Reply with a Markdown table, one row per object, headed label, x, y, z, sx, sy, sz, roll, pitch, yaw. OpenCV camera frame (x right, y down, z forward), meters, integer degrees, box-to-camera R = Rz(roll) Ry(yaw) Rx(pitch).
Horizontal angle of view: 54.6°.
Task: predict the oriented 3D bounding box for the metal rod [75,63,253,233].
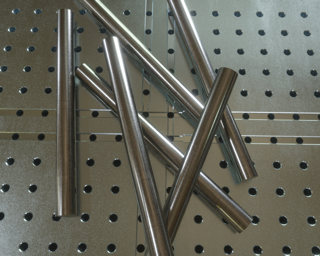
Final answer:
| label | x | y | z | sx | sy | sz | roll | pitch | yaw |
| --- | --- | --- | --- | --- | --- | --- | --- | --- | --- |
| metal rod | -0.004 | 0.017 | 0.405 | 0.300 | 0.025 | 0.025 | 43 | 76 | 14 |

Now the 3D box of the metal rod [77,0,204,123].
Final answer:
| label | x | y | z | sx | sy | sz | roll | pitch | yaw |
| --- | --- | --- | --- | --- | --- | --- | --- | --- | --- |
| metal rod | -0.036 | -0.117 | 0.454 | 0.025 | 0.025 | 0.300 | -39 | 75 | -13 |

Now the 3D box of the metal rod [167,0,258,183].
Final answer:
| label | x | y | z | sx | sy | sz | roll | pitch | yaw |
| --- | --- | --- | --- | --- | --- | --- | --- | --- | --- |
| metal rod | 0.067 | -0.070 | 0.437 | 0.025 | 0.025 | 0.299 | -16 | 71 | -6 |

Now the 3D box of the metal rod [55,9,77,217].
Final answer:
| label | x | y | z | sx | sy | sz | roll | pitch | yaw |
| --- | --- | --- | --- | --- | --- | --- | --- | --- | --- |
| metal rod | -0.129 | -0.034 | 0.423 | 0.025 | 0.025 | 0.299 | -6 | 70 | -2 |

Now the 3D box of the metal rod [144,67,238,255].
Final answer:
| label | x | y | z | sx | sy | sz | roll | pitch | yaw |
| --- | --- | --- | --- | --- | --- | --- | --- | --- | --- |
| metal rod | 0.028 | 0.066 | 0.363 | 0.025 | 0.025 | 0.299 | 22 | 80 | 8 |

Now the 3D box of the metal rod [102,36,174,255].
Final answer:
| label | x | y | z | sx | sy | sz | roll | pitch | yaw |
| --- | --- | --- | --- | --- | --- | --- | --- | --- | --- |
| metal rod | -0.032 | 0.012 | 0.375 | 0.025 | 0.025 | 0.299 | -14 | 66 | -5 |
